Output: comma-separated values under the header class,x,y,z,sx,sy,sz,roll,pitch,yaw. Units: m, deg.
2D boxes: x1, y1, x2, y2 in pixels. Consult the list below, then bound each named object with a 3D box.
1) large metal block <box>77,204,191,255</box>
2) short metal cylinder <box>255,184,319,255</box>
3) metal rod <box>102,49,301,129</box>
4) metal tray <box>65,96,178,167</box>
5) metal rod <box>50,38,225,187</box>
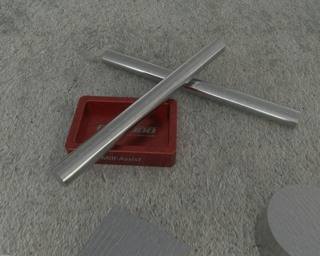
class,x,y,z,sx,sy,sz,roll,pitch,yaw
large metal block,-0.028,0.130,0.278,0.080,0.050,0.080,25,54,19
short metal cylinder,0.139,0.103,0.303,0.081,0.050,0.080,0,50,0
metal rod,0.049,-0.062,0.456,0.301,0.025,0.025,21,53,16
metal tray,-0.044,0.002,0.397,0.131,0.030,0.090,2,50,1
metal rod,-0.008,-0.036,0.393,0.025,0.025,0.301,33,57,24
